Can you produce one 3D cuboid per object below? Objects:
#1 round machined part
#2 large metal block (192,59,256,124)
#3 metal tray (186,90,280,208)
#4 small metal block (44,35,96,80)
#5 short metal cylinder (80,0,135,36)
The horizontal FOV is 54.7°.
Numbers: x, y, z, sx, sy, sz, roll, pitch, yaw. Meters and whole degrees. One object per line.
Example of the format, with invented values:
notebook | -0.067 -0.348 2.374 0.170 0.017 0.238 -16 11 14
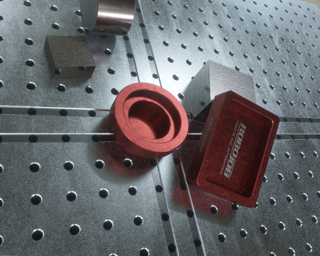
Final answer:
round machined part | -0.017 -0.006 0.392 0.099 0.042 0.098 14 56 -21
large metal block | 0.097 -0.047 0.473 0.081 0.050 0.080 16 55 -19
metal tray | 0.098 0.027 0.406 0.090 0.030 0.130 25 75 -17
small metal block | -0.117 -0.092 0.401 0.050 0.025 0.050 -9 66 -32
short metal cylinder | -0.076 -0.172 0.437 0.050 0.080 0.080 -5 64 -30
